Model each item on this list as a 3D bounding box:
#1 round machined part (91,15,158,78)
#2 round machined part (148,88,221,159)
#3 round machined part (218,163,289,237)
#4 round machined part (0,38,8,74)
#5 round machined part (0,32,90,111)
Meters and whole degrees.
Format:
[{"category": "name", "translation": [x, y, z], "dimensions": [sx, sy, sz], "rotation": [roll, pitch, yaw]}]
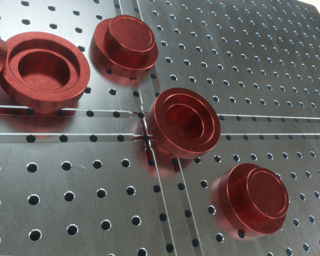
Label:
[{"category": "round machined part", "translation": [-0.047, -0.125, 0.449], "dimensions": [0.099, 0.042, 0.098], "rotation": [14, 56, -21]}, {"category": "round machined part", "translation": [0.029, -0.003, 0.416], "dimensions": [0.099, 0.042, 0.098], "rotation": [14, 56, -21]}, {"category": "round machined part", "translation": [0.131, 0.092, 0.414], "dimensions": [0.099, 0.042, 0.098], "rotation": [14, 56, -21]}, {"category": "round machined part", "translation": [-0.194, -0.071, 0.311], "dimensions": [0.042, 0.098, 0.098], "rotation": [34, 41, -51]}, {"category": "round machined part", "translation": [-0.136, -0.061, 0.362], "dimensions": [0.099, 0.042, 0.098], "rotation": [14, 56, -21]}]
